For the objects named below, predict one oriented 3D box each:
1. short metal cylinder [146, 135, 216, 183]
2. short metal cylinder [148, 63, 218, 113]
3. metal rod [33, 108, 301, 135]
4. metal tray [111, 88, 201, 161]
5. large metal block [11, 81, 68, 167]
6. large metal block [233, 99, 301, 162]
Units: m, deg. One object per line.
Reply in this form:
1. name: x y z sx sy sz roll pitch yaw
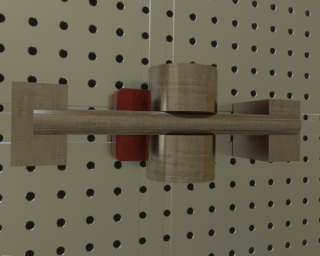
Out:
1. short metal cylinder: 0.024 0.032 0.360 0.081 0.080 0.050 1 90 -20
2. short metal cylinder: 0.026 -0.043 0.361 0.081 0.080 0.050 1 90 -20
3. metal rod: 0.026 -0.005 0.336 0.302 0.025 0.025 1 90 -20
4. metal tray: 0.004 -0.003 0.411 0.131 0.030 0.089 1 90 -20
5. large metal block: -0.129 -0.004 0.335 0.050 0.080 0.080 1 90 -20
6. large metal block: 0.147 0.003 0.436 0.050 0.080 0.080 1 90 -20
